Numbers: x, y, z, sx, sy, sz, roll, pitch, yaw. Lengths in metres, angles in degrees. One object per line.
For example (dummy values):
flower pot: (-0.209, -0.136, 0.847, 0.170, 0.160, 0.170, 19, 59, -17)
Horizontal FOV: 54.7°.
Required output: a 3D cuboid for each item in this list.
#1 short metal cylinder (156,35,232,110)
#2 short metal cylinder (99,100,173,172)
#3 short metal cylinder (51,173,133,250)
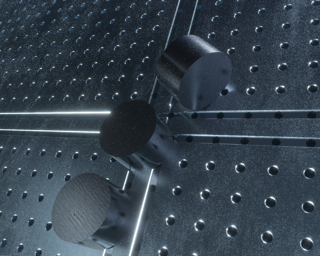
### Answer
short metal cylinder: (0.043, -0.070, 0.392, 0.080, 0.080, 0.050, -41, 51, 0)
short metal cylinder: (-0.030, 0.011, 0.400, 0.080, 0.050, 0.080, -13, 56, 21)
short metal cylinder: (-0.081, 0.100, 0.372, 0.080, 0.050, 0.080, -13, 56, 20)
